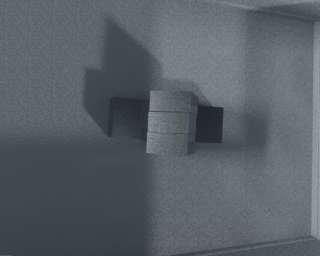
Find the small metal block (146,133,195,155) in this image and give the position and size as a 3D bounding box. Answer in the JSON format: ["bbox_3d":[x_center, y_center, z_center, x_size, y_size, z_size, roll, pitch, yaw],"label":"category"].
[{"bbox_3d":[0.015,0.019,0.392,0.050,0.050,0.025,2,89,16],"label":"small metal block"}]

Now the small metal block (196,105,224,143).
[{"bbox_3d":[0.059,-0.005,0.432,0.050,0.025,0.050,3,89,-20],"label":"small metal block"}]

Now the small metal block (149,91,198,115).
[{"bbox_3d":[0.019,-0.031,0.392,0.050,0.050,0.025,3,89,16],"label":"small metal block"}]

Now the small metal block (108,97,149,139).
[{"bbox_3d":[-0.038,-0.012,0.396,0.050,0.025,0.050,4,89,-20],"label":"small metal block"}]

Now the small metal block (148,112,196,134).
[{"bbox_3d":[0.017,-0.006,0.392,0.050,0.050,0.025,2,89,16],"label":"small metal block"}]
